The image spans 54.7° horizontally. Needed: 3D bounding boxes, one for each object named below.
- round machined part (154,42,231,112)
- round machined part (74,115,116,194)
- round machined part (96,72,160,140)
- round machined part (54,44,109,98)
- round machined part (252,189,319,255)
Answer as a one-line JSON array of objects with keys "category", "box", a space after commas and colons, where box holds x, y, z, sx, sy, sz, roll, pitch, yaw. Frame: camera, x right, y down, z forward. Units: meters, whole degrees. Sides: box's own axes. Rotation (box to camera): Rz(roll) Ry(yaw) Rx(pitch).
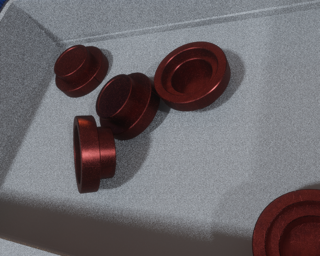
[{"category": "round machined part", "box": [0.045, -0.063, 0.410, 0.098, 0.042, 0.098, -13, 56, 20]}, {"category": "round machined part", "box": [-0.084, 0.032, 0.396, 0.042, 0.097, 0.098, -3, 50, -21]}, {"category": "round machined part", "box": [-0.051, -0.035, 0.430, 0.098, 0.042, 0.098, -21, 54, 32]}, {"category": "round machined part", "box": [-0.141, -0.104, 0.533, 0.098, 0.042, 0.098, -13, 56, 21]}, {"category": "round machined part", "box": [0.132, 0.105, 0.261, 0.098, 0.042, 0.098, -13, 56, 21]}]
